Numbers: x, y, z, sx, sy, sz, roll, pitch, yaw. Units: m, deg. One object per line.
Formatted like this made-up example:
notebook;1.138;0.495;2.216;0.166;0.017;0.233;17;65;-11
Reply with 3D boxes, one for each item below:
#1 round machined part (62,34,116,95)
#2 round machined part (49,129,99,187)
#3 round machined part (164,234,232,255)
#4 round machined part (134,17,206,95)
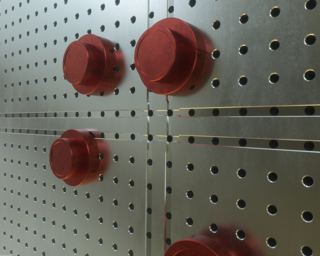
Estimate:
round machined part;-0.120;-0.103;0.499;0.098;0.042;0.097;0;90;40
round machined part;-0.150;0.051;0.524;0.098;0.042;0.097;0;90;40
round machined part;0.052;0.172;0.356;0.098;0.042;0.097;0;90;40
round machined part;0.006;-0.091;0.395;0.098;0.042;0.097;0;90;40
